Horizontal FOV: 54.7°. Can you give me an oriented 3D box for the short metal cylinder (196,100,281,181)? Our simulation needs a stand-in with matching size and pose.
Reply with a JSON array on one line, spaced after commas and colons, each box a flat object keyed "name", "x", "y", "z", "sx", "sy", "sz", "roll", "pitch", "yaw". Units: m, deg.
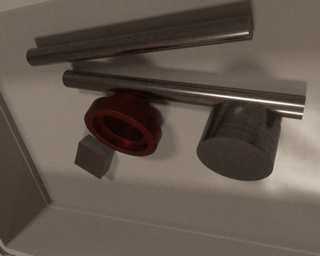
[{"name": "short metal cylinder", "x": 0.086, "y": 0.015, "z": 0.339, "sx": 0.080, "sy": 0.050, "sz": 0.080, "roll": 17, "pitch": 147, "yaw": 12}]

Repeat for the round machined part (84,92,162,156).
[{"name": "round machined part", "x": -0.043, "y": -0.008, "z": 0.400, "sx": 0.098, "sy": 0.042, "sz": 0.098, "roll": 17, "pitch": 148, "yaw": 11}]

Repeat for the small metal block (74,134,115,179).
[{"name": "small metal block", "x": -0.104, "y": 0.045, "z": 0.489, "sx": 0.050, "sy": 0.025, "sz": 0.050, "roll": 30, "pitch": 128, "yaw": 8}]

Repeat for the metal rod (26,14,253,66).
[{"name": "metal rod", "x": -0.045, "y": -0.099, "z": 0.369, "sx": 0.300, "sy": 0.025, "sz": 0.025, "roll": 0, "pitch": 119, "yaw": 27}]

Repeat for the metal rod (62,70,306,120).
[{"name": "metal rod", "x": 0.010, "y": -0.045, "z": 0.374, "sx": 0.301, "sy": 0.025, "sz": 0.025, "roll": 10, "pitch": 123, "yaw": 22}]
